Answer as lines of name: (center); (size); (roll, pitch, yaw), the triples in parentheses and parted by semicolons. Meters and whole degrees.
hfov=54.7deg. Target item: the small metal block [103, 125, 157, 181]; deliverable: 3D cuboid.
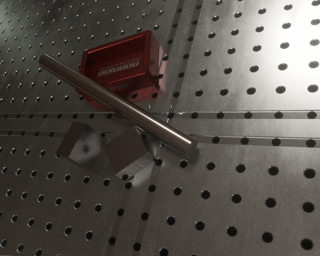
small metal block: (-0.040, 0.033, 0.408); (0.050, 0.025, 0.050); (-35, 52, 5)

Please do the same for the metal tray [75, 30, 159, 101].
metal tray: (-0.068, -0.100, 0.499); (0.130, 0.030, 0.090); (-11, 57, 21)

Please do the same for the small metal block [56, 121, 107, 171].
small metal block: (-0.108, 0.025, 0.431); (0.025, 0.050, 0.050); (11, 68, 32)

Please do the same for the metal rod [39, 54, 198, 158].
metal rod: (-0.076, -0.043, 0.443); (0.300, 0.025, 0.025); (31, 79, 28)
